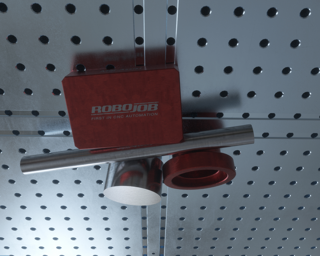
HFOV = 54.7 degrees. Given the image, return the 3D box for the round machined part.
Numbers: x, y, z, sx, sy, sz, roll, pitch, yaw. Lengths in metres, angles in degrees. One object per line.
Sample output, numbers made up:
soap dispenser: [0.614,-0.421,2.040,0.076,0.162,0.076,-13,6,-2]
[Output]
round machined part: [0.052,0.051,0.429,0.099,0.042,0.098,-4,152,-2]

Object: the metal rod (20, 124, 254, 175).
metal rod: [-0.033,0.029,0.402,0.302,0.025,0.025,-8,130,6]

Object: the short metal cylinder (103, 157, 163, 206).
short metal cylinder: [-0.036,0.074,0.442,0.080,0.050,0.080,4,149,3]

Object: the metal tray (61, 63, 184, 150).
metal tray: [-0.040,-0.025,0.368,0.131,0.030,0.089,-4,112,2]

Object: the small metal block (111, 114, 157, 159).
small metal block: [-0.036,0.013,0.433,0.050,0.025,0.050,14,129,-12]
